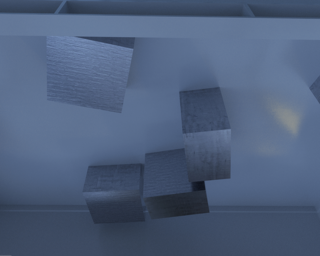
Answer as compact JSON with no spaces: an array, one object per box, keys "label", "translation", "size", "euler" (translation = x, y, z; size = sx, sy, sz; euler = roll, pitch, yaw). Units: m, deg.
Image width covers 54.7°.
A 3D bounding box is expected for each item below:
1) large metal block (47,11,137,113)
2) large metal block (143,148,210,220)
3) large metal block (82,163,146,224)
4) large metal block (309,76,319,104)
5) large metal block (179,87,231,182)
[{"label":"large metal block","translation":[-0.073,-0.069,0.333],"size":[0.081,0.050,0.079],"euler":[10,130,-9]},{"label":"large metal block","translation":[0.023,0.076,0.438],"size":[0.080,0.080,0.050],"euler":[-9,130,7]},{"label":"large metal block","translation":[-0.066,0.102,0.479],"size":[0.080,0.050,0.080],"euler":[-3,130,2]},{"label":"large metal block","translation":[0.232,-0.031,0.349],"size":[0.081,0.080,0.050],"euler":[16,128,-14]},{"label":"large metal block","translation":[0.054,0.008,0.380],"size":[0.050,0.080,0.080],"euler":[-6,130,5]}]
